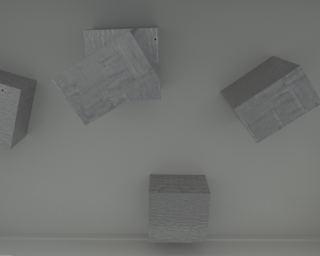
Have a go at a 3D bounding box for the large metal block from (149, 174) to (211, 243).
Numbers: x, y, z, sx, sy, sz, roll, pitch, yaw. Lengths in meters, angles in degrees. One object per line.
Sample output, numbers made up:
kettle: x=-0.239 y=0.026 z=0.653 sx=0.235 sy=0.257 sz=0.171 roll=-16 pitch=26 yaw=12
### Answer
large metal block: x=0.025 y=0.114 z=0.440 sx=0.081 sy=0.050 sz=0.079 roll=1 pitch=110 yaw=-1

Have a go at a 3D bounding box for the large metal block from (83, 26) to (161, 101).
large metal block: x=-0.041 y=-0.077 z=0.369 sx=0.081 sy=0.050 sz=0.079 roll=-2 pitch=110 yaw=0

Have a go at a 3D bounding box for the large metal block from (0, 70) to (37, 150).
large metal block: x=-0.209 y=-0.028 z=0.385 sx=0.080 sy=0.050 sz=0.079 roll=17 pitch=109 yaw=-7

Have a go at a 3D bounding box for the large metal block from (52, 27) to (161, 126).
large metal block: x=-0.047 y=-0.055 z=0.308 sx=0.080 sy=0.080 sz=0.050 roll=-29 pitch=108 yaw=10

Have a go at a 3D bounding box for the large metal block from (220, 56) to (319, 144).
large metal block: x=0.127 y=-0.037 z=0.370 sx=0.080 sy=0.080 sz=0.050 roll=-34 pitch=107 yaw=11
